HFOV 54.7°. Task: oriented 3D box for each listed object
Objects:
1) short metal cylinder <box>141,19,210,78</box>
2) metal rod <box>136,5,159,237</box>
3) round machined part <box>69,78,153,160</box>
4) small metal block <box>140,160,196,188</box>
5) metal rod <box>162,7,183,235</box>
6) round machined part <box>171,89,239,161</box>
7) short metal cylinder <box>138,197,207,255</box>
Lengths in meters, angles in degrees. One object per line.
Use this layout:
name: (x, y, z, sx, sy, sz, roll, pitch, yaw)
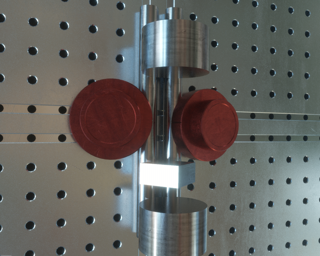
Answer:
short metal cylinder: (0.018, -0.090, 0.366, 0.081, 0.080, 0.050, 1, 90, -20)
metal rod: (-0.016, -0.008, 0.406, 0.025, 0.025, 0.298, 1, 90, -20)
round machined part: (-0.058, -0.011, 0.369, 0.099, 0.042, 0.097, 0, 90, -6)
small metal block: (0.010, 0.055, 0.378, 0.050, 0.050, 0.025, 2, 89, -62)
metal rod: (0.017, -0.009, 0.418, 0.025, 0.025, 0.298, 1, 90, -20)
round machined part: (0.067, -0.004, 0.414, 0.099, 0.042, 0.097, 0, 91, -35)
short metal cylinder: (0.015, 0.115, 0.366, 0.081, 0.080, 0.050, 1, 90, -20)
